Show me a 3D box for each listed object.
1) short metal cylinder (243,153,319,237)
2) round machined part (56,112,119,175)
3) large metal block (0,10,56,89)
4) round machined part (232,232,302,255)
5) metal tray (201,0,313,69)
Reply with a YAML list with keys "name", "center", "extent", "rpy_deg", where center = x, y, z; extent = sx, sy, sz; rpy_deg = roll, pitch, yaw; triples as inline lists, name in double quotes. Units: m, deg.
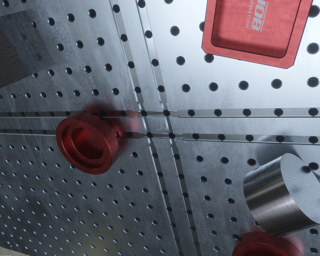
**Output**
- name: "short metal cylinder"
  center: [0.141, 0.075, 0.348]
  extent: [0.080, 0.080, 0.050]
  rpy_deg: [47, 129, -5]
- name: "round machined part"
  center: [-0.103, 0.019, 0.467]
  extent: [0.098, 0.042, 0.097]
  rpy_deg: [13, 124, 21]
- name: "large metal block"
  center: [-0.211, -0.109, 0.439]
  extent: [0.080, 0.050, 0.080]
  rpy_deg: [-12, 113, 33]
- name: "round machined part"
  center: [0.152, 0.201, 0.444]
  extent: [0.098, 0.042, 0.097]
  rpy_deg: [13, 124, 21]
- name: "metal tray"
  center: [0.092, -0.127, 0.280]
  extent: [0.090, 0.030, 0.129]
  rpy_deg: [16, 125, 19]
